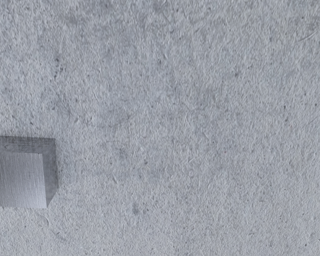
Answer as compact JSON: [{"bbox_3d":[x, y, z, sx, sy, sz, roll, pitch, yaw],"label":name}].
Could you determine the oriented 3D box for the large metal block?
[{"bbox_3d":[-0.187,0.058,0.416,0.081,0.050,0.079,3,110,-1],"label":"large metal block"}]
